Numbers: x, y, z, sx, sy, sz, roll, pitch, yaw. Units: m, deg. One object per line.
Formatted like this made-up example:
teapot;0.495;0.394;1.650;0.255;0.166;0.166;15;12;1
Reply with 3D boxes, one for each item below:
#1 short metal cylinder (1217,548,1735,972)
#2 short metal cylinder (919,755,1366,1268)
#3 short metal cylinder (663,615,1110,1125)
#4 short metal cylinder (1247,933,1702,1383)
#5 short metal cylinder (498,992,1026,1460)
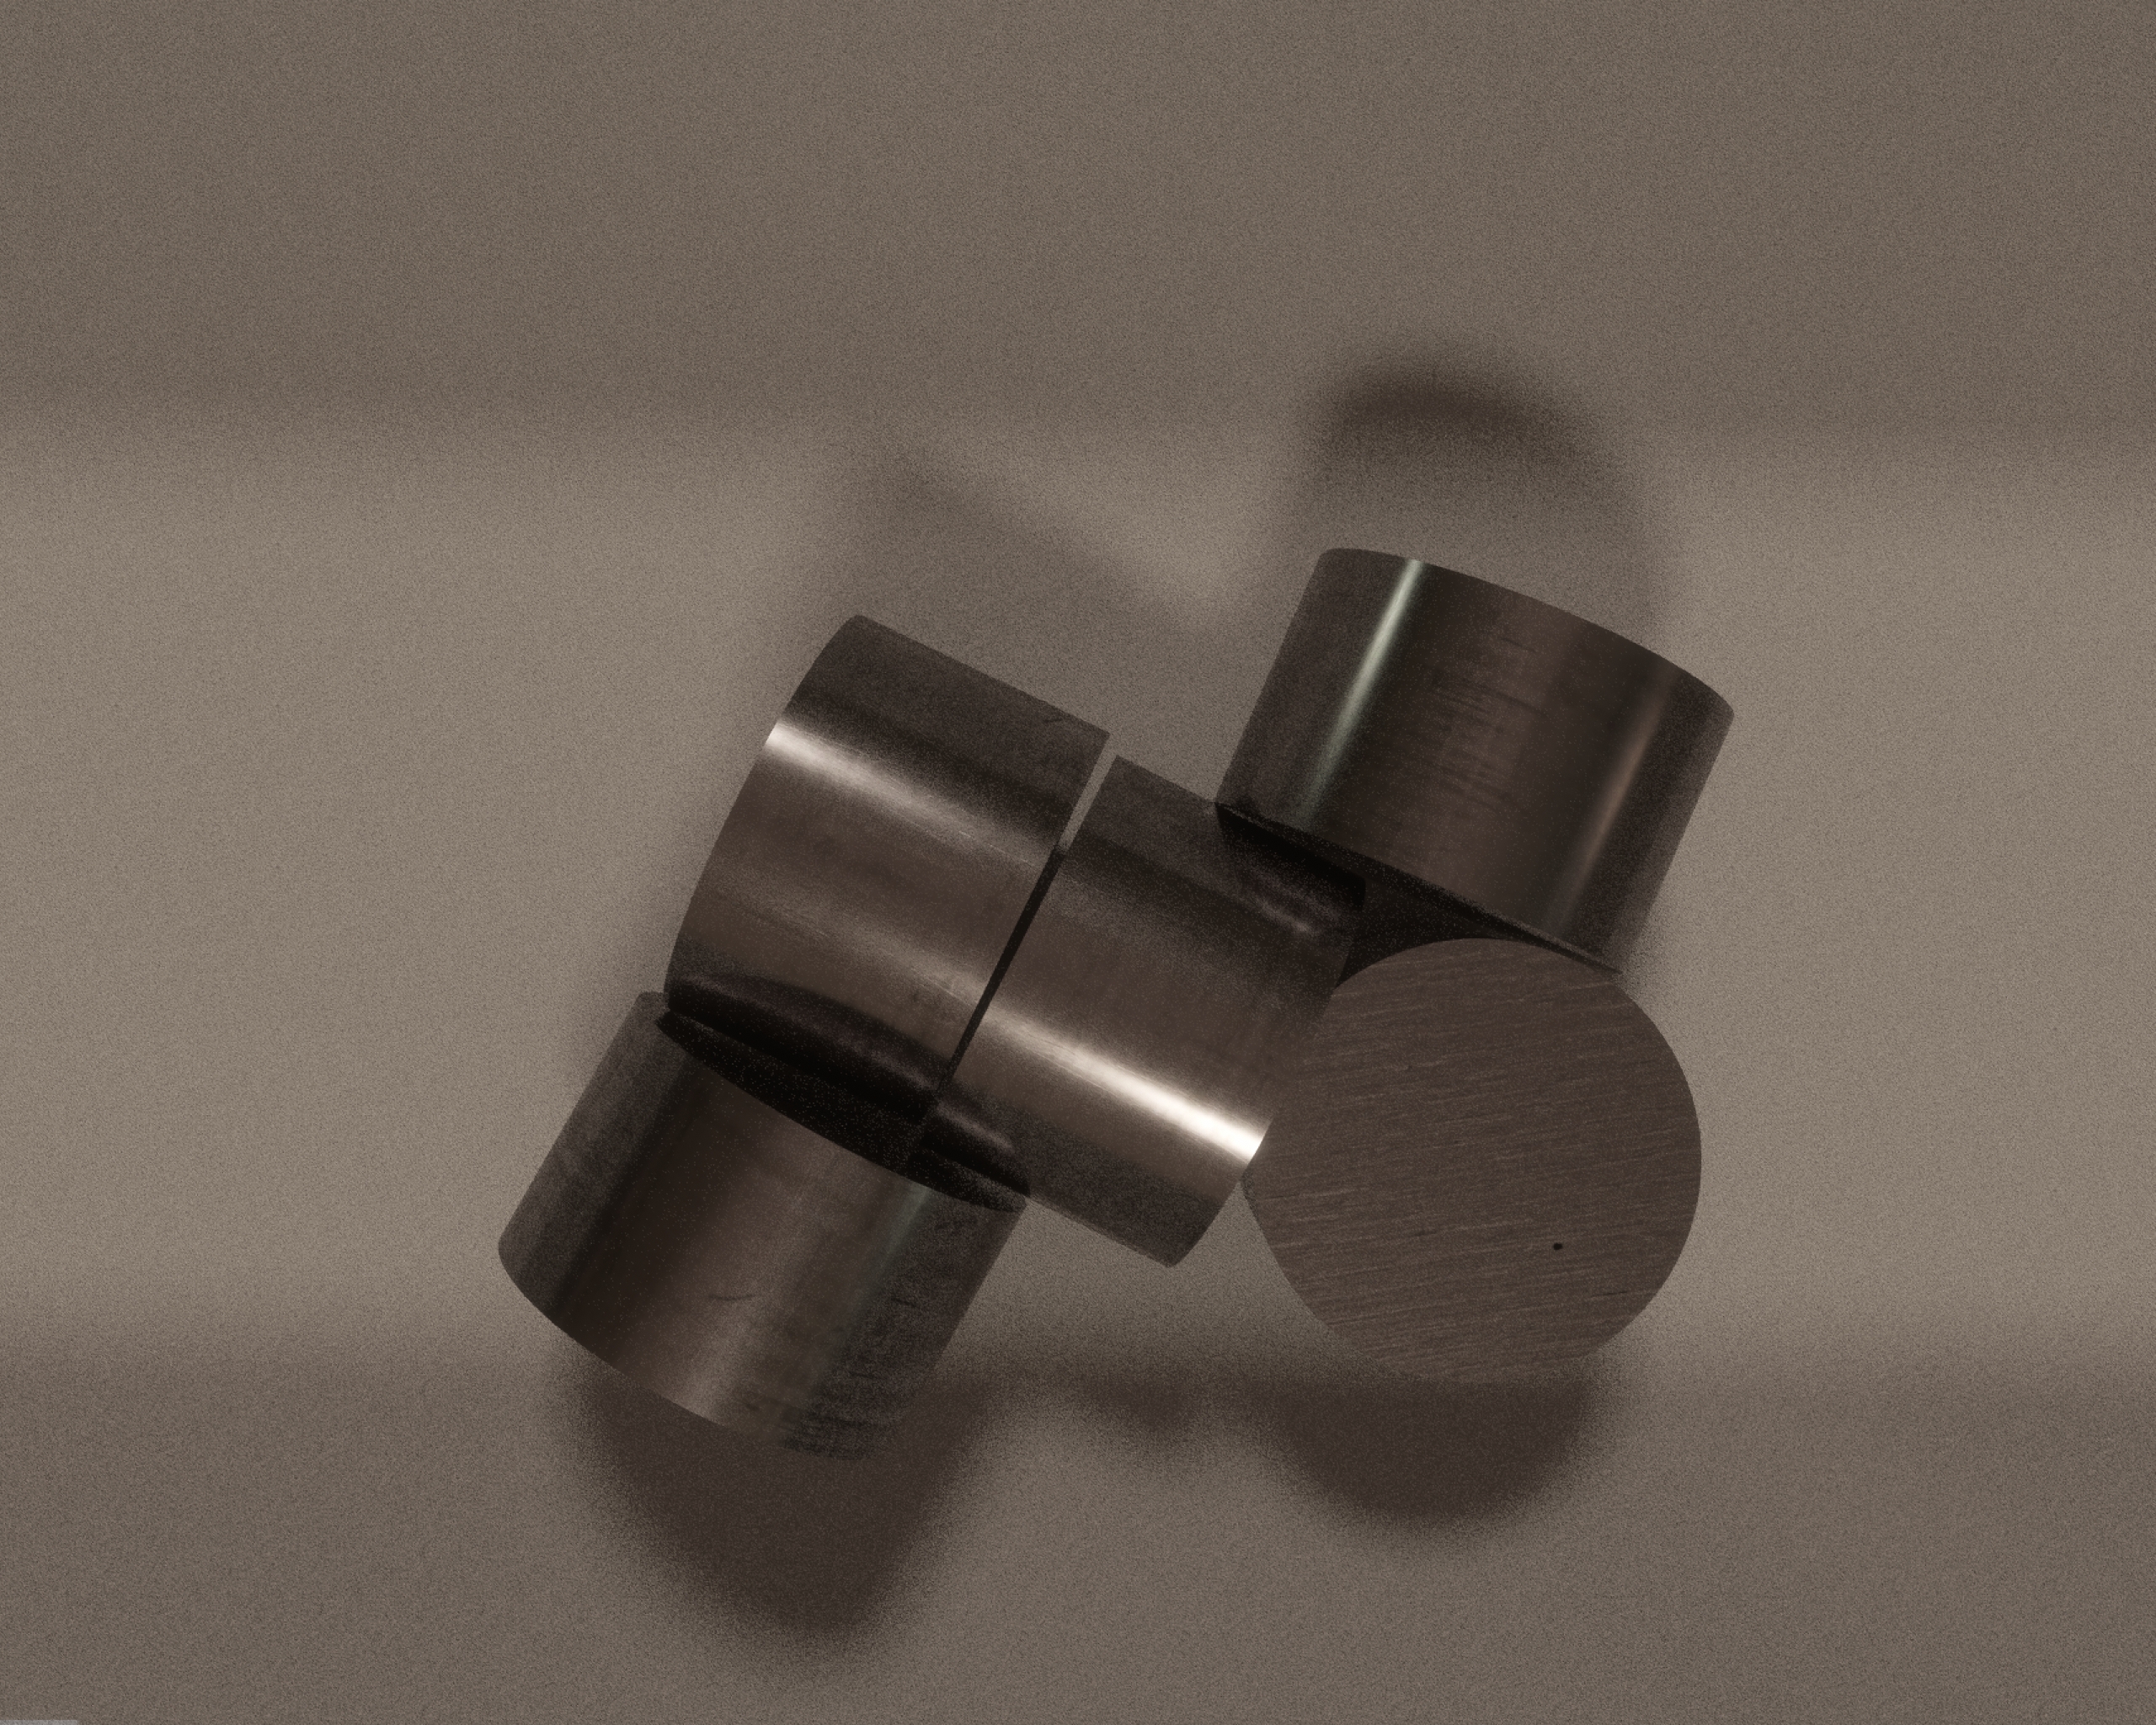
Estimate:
short metal cylinder;0.072;-0.018;0.383;0.080;0.080;0.050;23;90;-1
short metal cylinder;0.012;0.027;0.383;0.050;0.080;0.080;27;90;-1
short metal cylinder;-0.034;0.001;0.382;0.050;0.080;0.080;26;90;-1
short metal cylinder;0.071;0.053;0.398;0.081;0.050;0.079;0;90;-1
short metal cylinder;-0.057;0.065;0.382;0.080;0.080;0.050;29;90;-1
